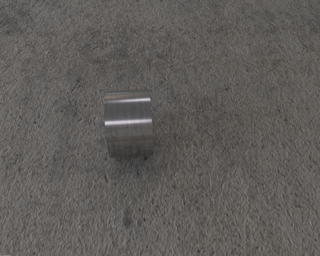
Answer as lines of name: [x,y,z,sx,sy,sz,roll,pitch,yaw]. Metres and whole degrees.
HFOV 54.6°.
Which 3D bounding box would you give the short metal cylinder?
short metal cylinder: [-0.036,-0.005,0.372,0.050,0.080,0.080,-4,50,-3]
